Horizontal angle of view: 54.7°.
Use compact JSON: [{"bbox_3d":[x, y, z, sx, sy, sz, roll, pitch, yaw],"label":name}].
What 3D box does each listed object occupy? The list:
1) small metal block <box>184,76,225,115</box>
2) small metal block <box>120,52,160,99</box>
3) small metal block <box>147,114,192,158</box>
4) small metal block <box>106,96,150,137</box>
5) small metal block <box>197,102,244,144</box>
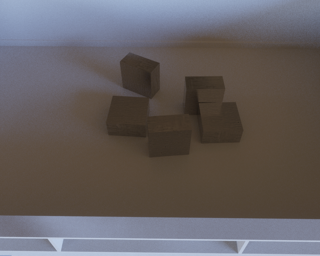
[{"bbox_3d":[0.059,-0.044,0.426,0.050,0.050,0.025,-1,50,-1],"label":"small metal block"},{"bbox_3d":[-0.028,-0.076,0.452,0.050,0.050,0.025,23,54,18],"label":"small metal block"},{"bbox_3d":[0.011,0.010,0.380,0.050,0.050,0.025,-4,50,-4],"label":"small metal block"},{"bbox_3d":[-0.042,-0.016,0.418,0.050,0.025,0.050,3,50,3],"label":"small metal block"},{"bbox_3d":[0.078,-0.007,0.412,0.050,0.025,0.050,-2,50,-2],"label":"small metal block"}]
